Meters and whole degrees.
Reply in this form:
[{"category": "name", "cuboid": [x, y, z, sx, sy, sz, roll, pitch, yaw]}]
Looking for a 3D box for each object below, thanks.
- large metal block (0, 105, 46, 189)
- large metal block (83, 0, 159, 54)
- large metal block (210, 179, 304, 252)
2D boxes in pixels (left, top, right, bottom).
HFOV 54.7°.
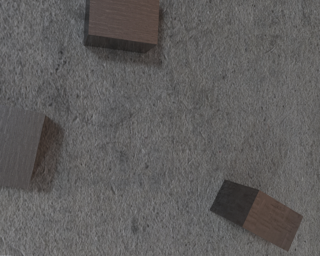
[{"category": "large metal block", "cuboid": [-0.173, 0.016, 0.332, 0.081, 0.050, 0.080, 12, 86, -20]}, {"category": "large metal block", "cuboid": [-0.047, -0.141, 0.378, 0.081, 0.050, 0.080, 3, 89, -20]}, {"category": "large metal block", "cuboid": [0.130, 0.118, 0.428, 0.080, 0.080, 0.050, 31, 80, -18]}]
